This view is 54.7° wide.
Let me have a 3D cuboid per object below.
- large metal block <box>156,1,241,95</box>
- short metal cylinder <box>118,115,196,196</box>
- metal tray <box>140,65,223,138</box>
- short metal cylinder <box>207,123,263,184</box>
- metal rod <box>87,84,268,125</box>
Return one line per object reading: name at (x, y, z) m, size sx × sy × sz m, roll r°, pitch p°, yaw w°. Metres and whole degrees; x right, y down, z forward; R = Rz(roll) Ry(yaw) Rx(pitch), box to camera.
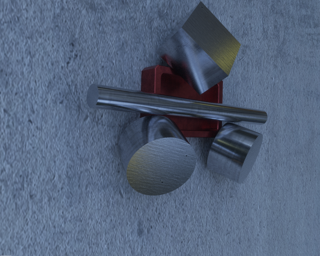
large metal block at (0.053, -0.105, 0.406) m, size 0.080 × 0.050 × 0.080 m, roll 42°, pitch 47°, yaw -14°
short metal cylinder at (-0.005, 0.032, 0.362) m, size 0.081 × 0.050 × 0.079 m, roll -9°, pitch 123°, yaw -15°
metal tray at (0.034, -0.032, 0.431) m, size 0.131 × 0.030 × 0.089 m, roll 2°, pitch 89°, yaw -40°
short metal cylinder at (0.113, 0.036, 0.463) m, size 0.080 × 0.050 × 0.079 m, roll -41°, pitch 144°, yaw -39°
metal rod at (0.048, -0.025, 0.407) m, size 0.302 × 0.025 × 0.025 m, roll 4°, pitch 88°, yaw -40°
